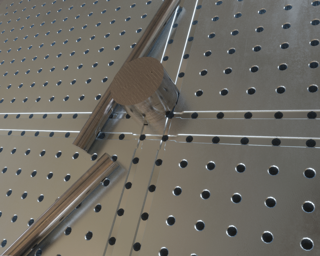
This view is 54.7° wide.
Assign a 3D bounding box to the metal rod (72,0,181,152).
[{"bbox_3d":[-0.046,-0.096,0.489,0.025,0.025,0.300,18,71,35],"label":"metal rod"}]

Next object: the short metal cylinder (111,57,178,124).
[{"bbox_3d":[-0.021,-0.052,0.434,0.080,0.050,0.080,-13,56,21],"label":"short metal cylinder"}]

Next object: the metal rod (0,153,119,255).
[{"bbox_3d":[-0.171,0.147,0.405,0.300,0.025,0.025,-44,51,-3],"label":"metal rod"}]
